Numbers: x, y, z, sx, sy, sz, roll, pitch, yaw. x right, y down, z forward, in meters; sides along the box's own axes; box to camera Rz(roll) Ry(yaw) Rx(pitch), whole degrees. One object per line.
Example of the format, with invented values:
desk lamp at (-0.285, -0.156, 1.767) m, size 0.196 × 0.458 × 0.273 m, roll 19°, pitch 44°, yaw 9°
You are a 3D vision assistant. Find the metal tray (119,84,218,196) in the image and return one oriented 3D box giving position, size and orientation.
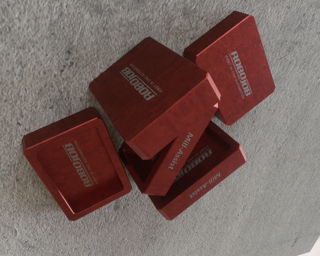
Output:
metal tray at (0.004, 0.004, 0.372) m, size 0.030 × 0.090 × 0.129 m, roll 18°, pitch 109°, yaw -36°

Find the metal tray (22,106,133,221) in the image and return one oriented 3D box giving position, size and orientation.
metal tray at (-0.096, 0.048, 0.383) m, size 0.091 × 0.030 × 0.129 m, roll -26°, pitch 128°, yaw -13°

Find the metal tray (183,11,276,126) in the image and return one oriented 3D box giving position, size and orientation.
metal tray at (0.097, -0.075, 0.414) m, size 0.090 × 0.030 × 0.130 m, roll -38°, pitch 130°, yaw -3°

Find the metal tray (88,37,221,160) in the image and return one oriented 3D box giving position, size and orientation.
metal tray at (-0.013, -0.038, 0.311) m, size 0.090 × 0.130 × 0.030 m, roll -40°, pitch 130°, yaw -2°

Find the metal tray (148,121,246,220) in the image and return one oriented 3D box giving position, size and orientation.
metal tray at (0.037, 0.050, 0.419) m, size 0.130 × 0.090 × 0.030 m, roll -37°, pitch 130°, yaw -4°
